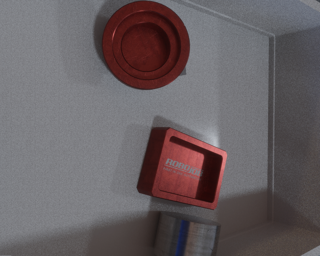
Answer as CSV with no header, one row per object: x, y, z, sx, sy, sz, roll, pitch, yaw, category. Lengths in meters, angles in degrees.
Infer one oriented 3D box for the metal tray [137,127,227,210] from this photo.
0.037,0.060,0.436,0.131,0.030,0.090,23,76,-38,metal tray

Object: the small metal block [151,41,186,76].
0.006,-0.093,0.413,0.050,0.025,0.050,-12,98,-40,small metal block

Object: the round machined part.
-0.018,-0.093,0.364,0.099,0.042,0.097,-1,95,-10,round machined part

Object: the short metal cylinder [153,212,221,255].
0.035,0.143,0.403,0.080,0.080,0.050,19,78,-39,short metal cylinder
